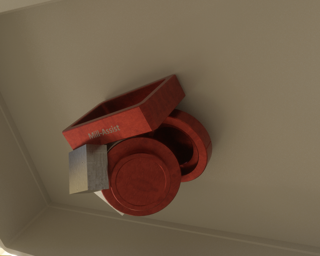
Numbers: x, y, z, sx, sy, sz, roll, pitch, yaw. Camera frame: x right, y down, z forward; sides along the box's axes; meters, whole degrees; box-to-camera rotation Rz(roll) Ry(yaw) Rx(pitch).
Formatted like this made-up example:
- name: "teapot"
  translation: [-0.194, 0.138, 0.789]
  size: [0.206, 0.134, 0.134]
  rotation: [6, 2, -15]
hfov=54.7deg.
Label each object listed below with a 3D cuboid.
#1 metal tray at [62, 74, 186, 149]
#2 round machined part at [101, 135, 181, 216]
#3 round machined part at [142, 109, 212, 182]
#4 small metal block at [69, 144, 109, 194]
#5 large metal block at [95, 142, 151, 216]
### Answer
- name: "metal tray"
  translation: [-0.044, -0.017, 0.375]
  size: [0.130, 0.090, 0.030]
  rotation: [-16, 111, 34]
- name: "round machined part"
  translation: [-0.023, 0.059, 0.368]
  size: [0.099, 0.042, 0.097]
  rotation: [-1, 96, -6]
- name: "round machined part"
  translation: [0.020, 0.018, 0.397]
  size: [0.098, 0.042, 0.097]
  rotation: [13, 124, 20]
- name: "small metal block"
  translation: [-0.084, 0.049, 0.360]
  size: [0.050, 0.025, 0.050]
  rotation: [-23, 68, 49]
- name: "large metal block"
  translation: [-0.053, 0.059, 0.435]
  size: [0.080, 0.080, 0.050]
  rotation: [39, 129, 1]
